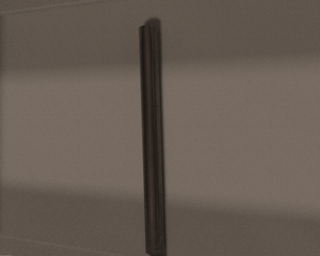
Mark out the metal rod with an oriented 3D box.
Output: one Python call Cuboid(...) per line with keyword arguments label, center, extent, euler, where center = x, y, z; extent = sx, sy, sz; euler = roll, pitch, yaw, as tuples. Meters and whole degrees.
Cuboid(label="metal rod", center=(-0.011, 0.015, 0.413), extent=(0.025, 0.025, 0.298), euler=(-2, 89, 19))
